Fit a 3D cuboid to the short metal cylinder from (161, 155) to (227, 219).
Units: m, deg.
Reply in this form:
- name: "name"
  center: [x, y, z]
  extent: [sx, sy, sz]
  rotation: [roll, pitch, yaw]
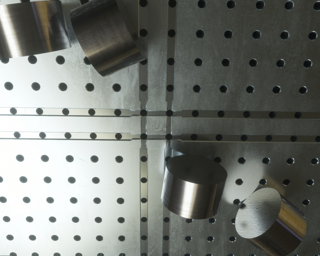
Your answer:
- name: "short metal cylinder"
  center: [0.045, 0.076, 0.412]
  extent: [0.081, 0.080, 0.050]
  rotation: [7, 110, -3]

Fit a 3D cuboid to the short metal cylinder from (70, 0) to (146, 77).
- name: "short metal cylinder"
  center: [-0.056, -0.104, 0.345]
  extent: [0.050, 0.080, 0.080]
  rotation: [-23, 109, 8]

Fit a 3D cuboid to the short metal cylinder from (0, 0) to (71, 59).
- name: "short metal cylinder"
  center: [-0.144, -0.109, 0.342]
  extent: [0.080, 0.080, 0.050]
  rotation: [-7, 110, 2]

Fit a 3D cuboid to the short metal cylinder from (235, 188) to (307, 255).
- name: "short metal cylinder"
  center: [0.153, 0.131, 0.434]
  extent: [0.050, 0.080, 0.080]
  rotation: [39, 105, -13]
